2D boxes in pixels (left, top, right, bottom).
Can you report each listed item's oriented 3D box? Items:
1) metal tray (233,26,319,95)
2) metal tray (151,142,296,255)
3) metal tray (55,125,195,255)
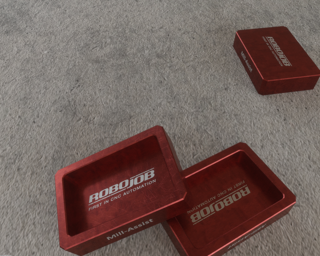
[{"bbox_3d":[0.181,-0.111,0.495,0.091,0.030,0.130,-7,50,-6],"label":"metal tray"},{"bbox_3d":[0.065,0.078,0.334,0.131,0.030,0.090,-23,54,-19],"label":"metal tray"},{"bbox_3d":[-0.041,0.062,0.318,0.130,0.030,0.090,-25,52,6],"label":"metal tray"}]
